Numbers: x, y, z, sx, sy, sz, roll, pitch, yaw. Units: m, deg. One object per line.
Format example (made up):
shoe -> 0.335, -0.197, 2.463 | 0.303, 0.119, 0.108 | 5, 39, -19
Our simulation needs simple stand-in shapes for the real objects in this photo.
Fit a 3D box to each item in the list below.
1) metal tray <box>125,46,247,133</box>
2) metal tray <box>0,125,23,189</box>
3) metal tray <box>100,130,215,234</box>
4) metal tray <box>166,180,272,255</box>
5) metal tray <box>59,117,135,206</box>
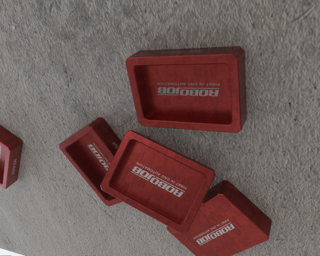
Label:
metal tray -> 0.030, -0.044, 0.360 | 0.130, 0.030, 0.089 | 4, 121, 26
metal tray -> -0.319, 0.051, 0.603 | 0.090, 0.030, 0.129 | 33, 129, 6
metal tray -> -0.003, 0.069, 0.416 | 0.130, 0.030, 0.090 | 26, 90, 12
metal tray -> 0.081, 0.141, 0.448 | 0.090, 0.030, 0.129 | 43, 129, -2
metal tray -> -0.087, 0.056, 0.483 | 0.090, 0.030, 0.130 | -28, 104, 37
